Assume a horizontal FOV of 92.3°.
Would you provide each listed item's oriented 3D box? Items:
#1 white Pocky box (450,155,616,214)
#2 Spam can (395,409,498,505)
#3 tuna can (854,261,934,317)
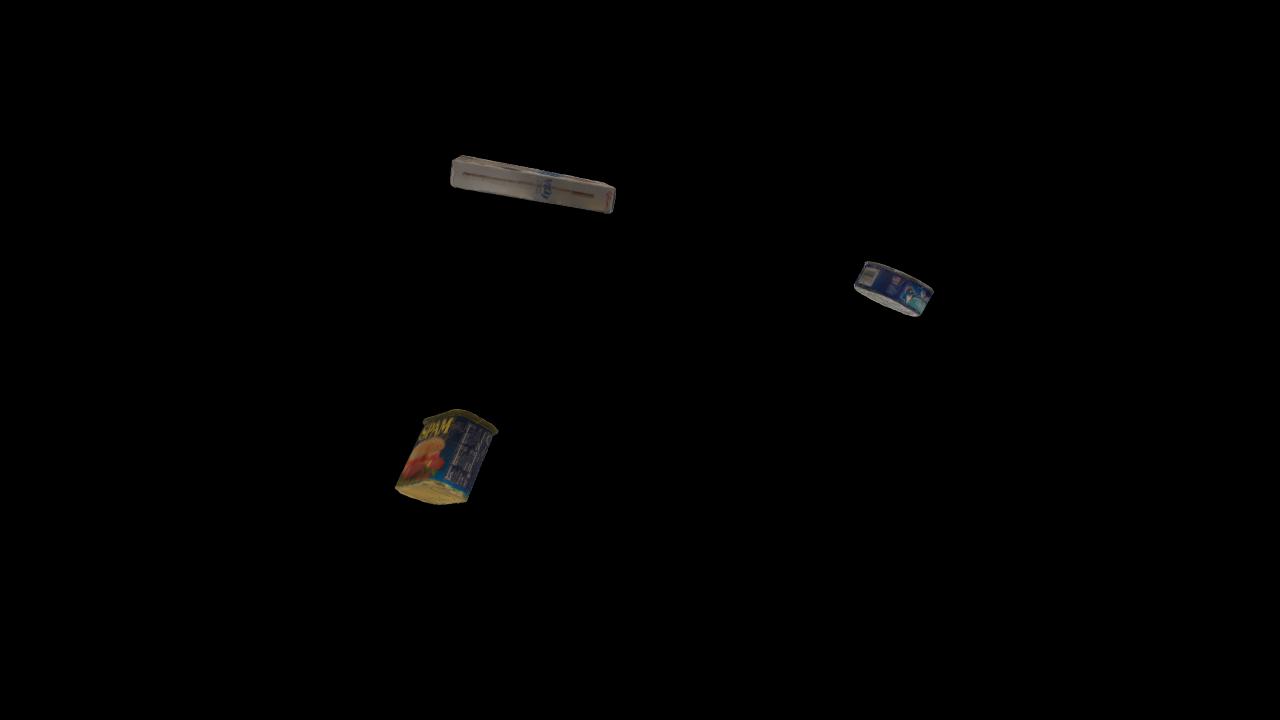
[{"bbox_3d":[-0.106,-0.175,0.614,0.154,0.028,0.084,7,18,-14],"label":"white Pocky box"},{"bbox_3d":[-0.212,0.108,0.672,0.101,0.085,0.058,-17,-43,44],"label":"Spam can"},{"bbox_3d":[0.295,-0.082,0.719,0.084,0.034,0.084,26,7,-4],"label":"tuna can"}]
